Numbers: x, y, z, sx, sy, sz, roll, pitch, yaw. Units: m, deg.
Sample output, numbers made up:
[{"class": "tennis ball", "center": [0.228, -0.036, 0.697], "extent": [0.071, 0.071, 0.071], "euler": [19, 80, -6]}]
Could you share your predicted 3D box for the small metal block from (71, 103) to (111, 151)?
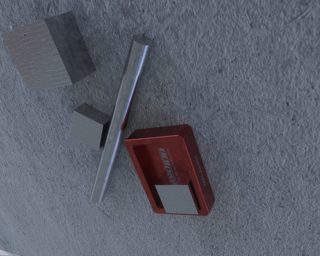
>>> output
[{"class": "small metal block", "center": [-0.101, -0.002, 0.457], "extent": [0.050, 0.025, 0.050], "euler": [26, 128, 11]}]

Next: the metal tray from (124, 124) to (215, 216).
[{"class": "metal tray", "center": [0.015, 0.062, 0.432], "extent": [0.090, 0.030, 0.129], "euler": [-7, 115, 30]}]

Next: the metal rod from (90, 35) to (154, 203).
[{"class": "metal rod", "center": [-0.064, 0.009, 0.444], "extent": [0.025, 0.025, 0.298], "euler": [29, 128, 9]}]

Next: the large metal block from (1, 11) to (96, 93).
[{"class": "large metal block", "center": [-0.143, -0.097, 0.404], "extent": [0.080, 0.050, 0.080], "euler": [-5, 116, 30]}]

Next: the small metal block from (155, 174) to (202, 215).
[{"class": "small metal block", "center": [0.028, 0.092, 0.431], "extent": [0.050, 0.025, 0.050], "euler": [-7, 115, 30]}]
